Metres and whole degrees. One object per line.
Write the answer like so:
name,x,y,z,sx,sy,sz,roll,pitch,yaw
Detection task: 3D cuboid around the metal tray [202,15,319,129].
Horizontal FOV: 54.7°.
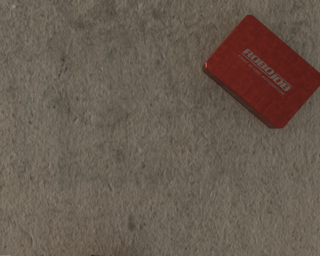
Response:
metal tray,0.134,-0.072,0.409,0.130,0.030,0.090,41,90,-1
